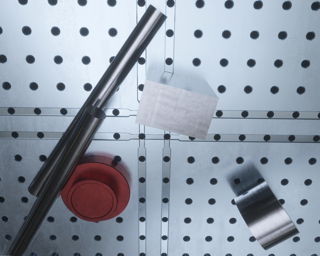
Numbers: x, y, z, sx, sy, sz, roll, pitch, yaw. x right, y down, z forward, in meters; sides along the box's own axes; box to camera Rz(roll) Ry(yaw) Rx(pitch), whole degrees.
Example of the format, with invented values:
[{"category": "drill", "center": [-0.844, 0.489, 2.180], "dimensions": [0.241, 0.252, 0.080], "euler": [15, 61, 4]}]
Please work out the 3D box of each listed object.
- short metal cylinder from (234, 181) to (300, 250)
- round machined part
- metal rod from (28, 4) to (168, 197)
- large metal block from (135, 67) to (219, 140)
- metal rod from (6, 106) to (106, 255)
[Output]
[{"category": "short metal cylinder", "center": [0.147, 0.120, 0.431], "dimensions": [0.050, 0.080, 0.080], "euler": [-34, 107, 11]}, {"category": "round machined part", "center": [-0.092, 0.092, 0.437], "dimensions": [0.099, 0.042, 0.097], "euler": [0, 110, -1]}, {"category": "metal rod", "center": [-0.089, -0.024, 0.403], "dimensions": [0.025, 0.025, 0.299], "euler": [34, 106, -12]}, {"category": "large metal block", "center": [0.018, -0.032, 0.372], "dimensions": [0.081, 0.080, 0.050], "euler": [14, 110, -6]}, {"category": "metal rod", "center": [-0.152, 0.093, 0.424], "dimensions": [0.025, 0.025, 0.298], "euler": [30, 115, -11]}]
